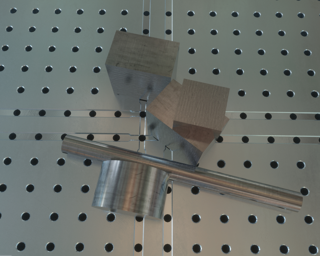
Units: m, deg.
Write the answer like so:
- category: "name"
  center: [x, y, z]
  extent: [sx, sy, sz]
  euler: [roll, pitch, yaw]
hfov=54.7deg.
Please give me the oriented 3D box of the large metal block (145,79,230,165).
- category: "large metal block"
  center: [0.031, -0.002, 0.384]
  extent: [0.080, 0.080, 0.050]
  euler: [37, 74, 12]

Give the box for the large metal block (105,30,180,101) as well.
- category: "large metal block"
  center: [-0.021, -0.077, 0.410]
  extent: [0.080, 0.080, 0.050]
  euler: [12, 71, 4]

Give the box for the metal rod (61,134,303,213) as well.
- category: "metal rod"
  center: [0.024, 0.056, 0.391]
  extent: [0.302, 0.025, 0.025]
  euler: [14, 71, 4]

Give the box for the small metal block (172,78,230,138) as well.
- category: "small metal block"
  center: [0.044, -0.021, 0.335]
  extent: [0.050, 0.025, 0.050]
  euler: [13, 70, 4]

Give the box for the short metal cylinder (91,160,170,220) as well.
- category: "short metal cylinder"
  center: [-0.033, 0.073, 0.356]
  extent: [0.080, 0.080, 0.050]
  euler: [10, 71, 3]
